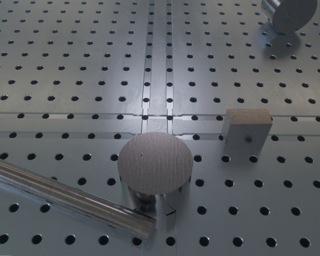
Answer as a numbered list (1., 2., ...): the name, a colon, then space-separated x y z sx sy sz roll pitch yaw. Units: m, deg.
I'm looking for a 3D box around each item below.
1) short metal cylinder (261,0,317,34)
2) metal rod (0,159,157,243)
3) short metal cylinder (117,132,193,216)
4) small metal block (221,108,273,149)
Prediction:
1. short metal cylinder: 0.231 -0.219 0.558 0.081 0.080 0.050 -9 51 -7
2. metal rod: -0.148 0.062 0.354 0.301 0.025 0.025 17 52 14
3. short metal cylinder: -0.005 0.051 0.349 0.081 0.050 0.080 0 50 0
4. small metal block: 0.107 0.002 0.391 0.050 0.050 0.025 -1 50 -1
